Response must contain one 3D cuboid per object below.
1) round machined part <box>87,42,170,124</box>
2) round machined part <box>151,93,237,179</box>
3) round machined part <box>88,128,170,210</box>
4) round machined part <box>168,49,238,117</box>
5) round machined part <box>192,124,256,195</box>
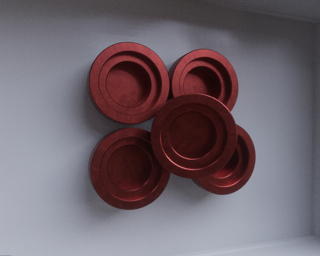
[{"bbox_3d":[-0.041,-0.053,0.385,0.099,0.042,0.097,0,90,-21],"label":"round machined part"},{"bbox_3d":[0.038,0.008,0.370,0.099,0.042,0.097,0,95,-2],"label":"round machined part"},{"bbox_3d":[-0.040,0.048,0.386,0.099,0.042,0.097,0,90,-21],"label":"round machined part"},{"bbox_3d":[0.053,-0.054,0.420,0.099,0.042,0.097,0,90,-21],"label":"round machined part"},{"bbox_3d":[0.079,0.040,0.431,0.099,0.042,0.097,0,90,-21],"label":"round machined part"}]
